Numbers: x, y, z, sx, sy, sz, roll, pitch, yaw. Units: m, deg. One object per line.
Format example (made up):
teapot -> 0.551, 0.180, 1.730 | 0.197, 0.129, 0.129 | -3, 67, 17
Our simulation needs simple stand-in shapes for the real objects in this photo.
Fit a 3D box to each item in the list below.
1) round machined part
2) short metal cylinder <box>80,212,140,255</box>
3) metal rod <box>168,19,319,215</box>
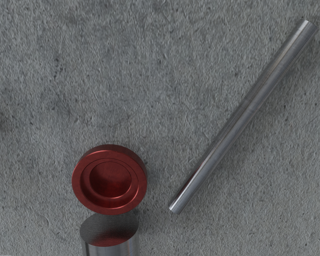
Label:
round machined part -> -0.066, 0.067, 0.425 | 0.099, 0.042, 0.097 | 0, 110, 0
short metal cylinder -> -0.070, 0.160, 0.439 | 0.081, 0.080, 0.050 | -1, 110, 0
metal rod -> 0.099, -0.002, 0.409 | 0.025, 0.025, 0.298 | 30, 107, -11
